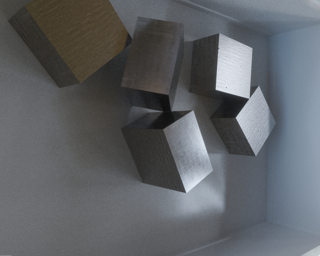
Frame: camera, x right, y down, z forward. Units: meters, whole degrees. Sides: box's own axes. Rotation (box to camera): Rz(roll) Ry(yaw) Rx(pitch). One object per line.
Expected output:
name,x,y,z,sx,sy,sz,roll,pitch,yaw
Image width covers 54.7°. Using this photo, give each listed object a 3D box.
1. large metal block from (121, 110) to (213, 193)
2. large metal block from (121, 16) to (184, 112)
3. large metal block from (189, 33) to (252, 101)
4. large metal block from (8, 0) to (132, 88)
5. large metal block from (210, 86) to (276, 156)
large metal block,0.008,0.026,0.379,0.050,0.080,0.080,-32,111,-36
large metal block,-0.005,-0.069,0.361,0.080,0.050,0.080,70,32,-78
large metal block,0.094,-0.088,0.472,0.081,0.050,0.080,7,85,-40
large metal block,-0.088,-0.099,0.318,0.080,0.050,0.080,-47,119,-30
large metal block,0.138,-0.012,0.509,0.080,0.050,0.080,-49,119,-29
